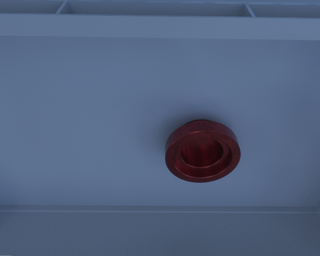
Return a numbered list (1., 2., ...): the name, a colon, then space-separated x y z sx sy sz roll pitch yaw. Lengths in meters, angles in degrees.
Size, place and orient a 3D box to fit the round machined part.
1. round machined part: 0.056 0.027 0.421 0.099 0.042 0.097 0 130 0
